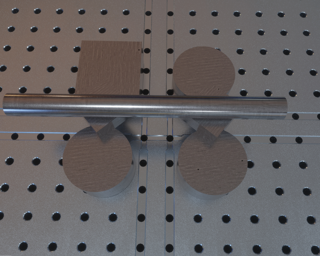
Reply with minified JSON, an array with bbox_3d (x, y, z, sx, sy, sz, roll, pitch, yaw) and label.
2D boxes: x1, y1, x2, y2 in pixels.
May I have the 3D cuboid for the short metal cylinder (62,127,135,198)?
[{"bbox_3d":[-0.072,0.042,0.381,0.081,0.050,0.080,0,70,0],"label":"short metal cylinder"}]

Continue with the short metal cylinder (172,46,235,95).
[{"bbox_3d":[0.057,-0.063,0.422,0.081,0.050,0.080,0,70,0],"label":"short metal cylinder"}]

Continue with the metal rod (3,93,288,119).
[{"bbox_3d":[-0.016,-0.024,0.340,0.302,0.025,0.025,1,70,0],"label":"metal rod"}]

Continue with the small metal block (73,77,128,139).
[{"bbox_3d":[-0.067,-0.024,0.367,0.050,0.025,0.050,-38,75,-13],"label":"small metal block"}]

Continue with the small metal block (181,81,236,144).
[{"bbox_3d":[0.060,-0.018,0.366,0.050,0.025,0.050,39,74,13],"label":"small metal block"}]

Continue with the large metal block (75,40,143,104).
[{"bbox_3d":[-0.065,-0.070,0.423,0.080,0.050,0.080,1,70,0],"label":"large metal block"}]

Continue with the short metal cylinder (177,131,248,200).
[{"bbox_3d":[0.061,0.046,0.382,0.081,0.050,0.080,0,70,0],"label":"short metal cylinder"}]
